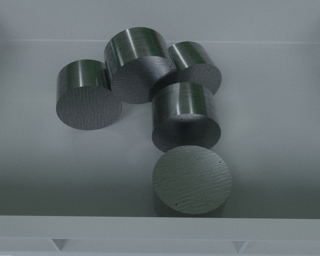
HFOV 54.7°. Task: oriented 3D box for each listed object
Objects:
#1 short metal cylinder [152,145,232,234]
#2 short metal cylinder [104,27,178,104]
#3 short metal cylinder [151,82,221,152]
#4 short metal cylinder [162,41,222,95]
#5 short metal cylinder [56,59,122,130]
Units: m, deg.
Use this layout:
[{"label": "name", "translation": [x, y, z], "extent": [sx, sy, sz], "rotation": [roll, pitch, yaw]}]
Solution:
[{"label": "short metal cylinder", "translation": [0.033, 0.066, 0.334], "extent": [0.080, 0.050, 0.080], "rotation": [0, 50, 0]}, {"label": "short metal cylinder", "translation": [-0.024, -0.074, 0.377], "extent": [0.081, 0.080, 0.050], "rotation": [-12, 57, -10]}, {"label": "short metal cylinder", "translation": [0.030, -0.009, 0.377], "extent": [0.081, 0.080, 0.050], "rotation": [-1, 50, -1]}, {"label": "short metal cylinder", "translation": [0.038, -0.072, 0.430], "extent": [0.081, 0.080, 0.050], "rotation": [-14, 52, -12]}, {"label": "short metal cylinder", "translation": [-0.093, -0.042, 0.404], "extent": [0.081, 0.080, 0.050], "rotation": [-9, 51, -7]}]
